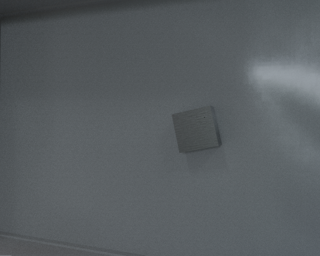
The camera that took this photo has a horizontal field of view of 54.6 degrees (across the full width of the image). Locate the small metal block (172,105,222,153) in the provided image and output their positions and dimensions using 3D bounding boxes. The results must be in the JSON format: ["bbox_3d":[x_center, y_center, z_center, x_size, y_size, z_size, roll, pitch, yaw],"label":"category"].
[{"bbox_3d":[0.047,0.002,0.394,0.050,0.025,0.050,-13,86,19],"label":"small metal block"}]
